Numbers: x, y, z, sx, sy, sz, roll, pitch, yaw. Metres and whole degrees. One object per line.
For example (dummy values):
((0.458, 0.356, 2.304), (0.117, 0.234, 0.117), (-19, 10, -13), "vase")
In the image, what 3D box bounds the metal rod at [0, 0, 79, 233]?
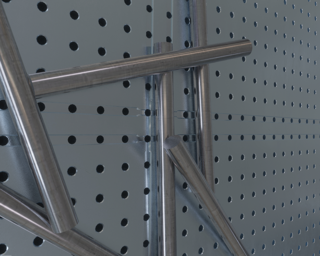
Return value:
((-0.134, -0.046, 0.281), (0.025, 0.025, 0.299), (-23, 100, -38), "metal rod")

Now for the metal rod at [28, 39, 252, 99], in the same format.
((-0.001, -0.079, 0.378), (0.302, 0.025, 0.025), (-17, 101, -30), "metal rod")

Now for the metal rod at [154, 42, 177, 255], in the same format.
((0.007, 0.038, 0.414), (0.025, 0.025, 0.298), (-2, 92, -40), "metal rod")

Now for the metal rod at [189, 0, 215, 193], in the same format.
((0.062, -0.051, 0.459), (0.025, 0.025, 0.298), (-6, 94, -40), "metal rod")

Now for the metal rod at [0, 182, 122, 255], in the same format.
((-0.090, 0.123, 0.333), (0.300, 0.025, 0.025), (45, 63, -30), "metal rod")

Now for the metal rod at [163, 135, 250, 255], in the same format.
((0.083, 0.127, 0.459), (0.025, 0.025, 0.299), (-50, 125, -28), "metal rod")
